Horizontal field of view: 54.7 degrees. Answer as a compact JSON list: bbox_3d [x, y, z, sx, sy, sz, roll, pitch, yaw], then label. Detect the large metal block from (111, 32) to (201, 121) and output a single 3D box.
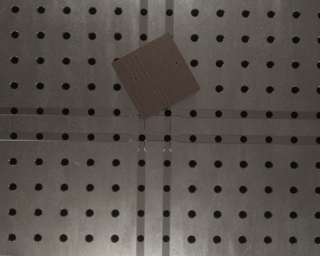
[{"bbox_3d":[-0.005,-0.063,0.401,0.080,0.050,0.080,-29,90,0],"label":"large metal block"}]
